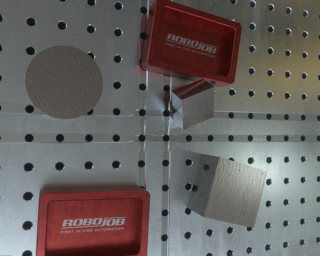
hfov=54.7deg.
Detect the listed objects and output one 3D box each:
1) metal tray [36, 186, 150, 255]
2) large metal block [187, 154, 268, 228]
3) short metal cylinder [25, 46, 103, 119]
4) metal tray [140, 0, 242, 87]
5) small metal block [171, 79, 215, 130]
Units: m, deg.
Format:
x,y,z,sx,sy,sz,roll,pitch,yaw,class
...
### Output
x,y,z,sx,sy,sz,roll,pitch,yaw,class
-0.080,0.120,0.381,0.131,0.030,0.089,3,89,-21,metal tray
0.094,0.087,0.436,0.081,0.050,0.080,18,84,-20,large metal block
-0.111,-0.050,0.359,0.081,0.050,0.079,0,90,-20,short metal cylinder
0.045,-0.114,0.427,0.131,0.030,0.089,9,87,-20,metal tray
0.045,-0.032,0.418,0.050,0.025,0.050,-23,133,-19,small metal block
